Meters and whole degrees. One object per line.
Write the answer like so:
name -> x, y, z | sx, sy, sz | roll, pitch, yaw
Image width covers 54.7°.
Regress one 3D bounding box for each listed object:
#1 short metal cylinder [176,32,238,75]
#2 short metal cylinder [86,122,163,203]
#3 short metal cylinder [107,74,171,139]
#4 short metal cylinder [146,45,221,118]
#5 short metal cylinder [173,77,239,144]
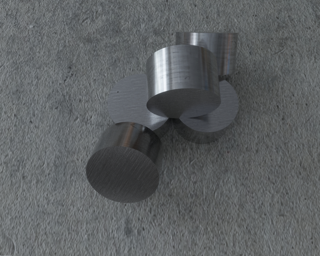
short metal cylinder -> 0.061, -0.101, 0.410 | 0.081, 0.080, 0.050 | 1, 108, 0
short metal cylinder -> -0.038, 0.040, 0.358 | 0.080, 0.079, 0.050 | 7, 31, 2
short metal cylinder -> -0.024, -0.023, 0.403 | 0.081, 0.050, 0.080 | 0, 70, 0
short metal cylinder -> 0.025, -0.048, 0.345 | 0.081, 0.080, 0.050 | -1, 70, -1
short metal cylinder -> 0.057, -0.024, 0.405 | 0.081, 0.050, 0.080 | 0, 70, 0
